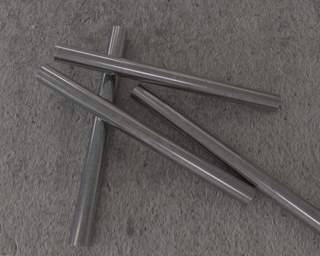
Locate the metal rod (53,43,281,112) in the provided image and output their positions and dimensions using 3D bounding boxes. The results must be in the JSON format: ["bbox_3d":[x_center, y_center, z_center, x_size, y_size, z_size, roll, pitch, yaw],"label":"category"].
[{"bbox_3d":[0.011,-0.066,0.414,0.302,0.025,0.025,13,71,-3],"label":"metal rod"}]

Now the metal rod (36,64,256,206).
[{"bbox_3d":[-0.019,0.007,0.385,0.301,0.025,0.025,31,73,3],"label":"metal rod"}]

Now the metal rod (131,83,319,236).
[{"bbox_3d":[0.086,0.036,0.395,0.300,0.025,0.025,36,74,12],"label":"metal rod"}]

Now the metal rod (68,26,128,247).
[{"bbox_3d":[-0.077,-0.004,0.408,0.025,0.025,0.299,6,70,2],"label":"metal rod"}]
